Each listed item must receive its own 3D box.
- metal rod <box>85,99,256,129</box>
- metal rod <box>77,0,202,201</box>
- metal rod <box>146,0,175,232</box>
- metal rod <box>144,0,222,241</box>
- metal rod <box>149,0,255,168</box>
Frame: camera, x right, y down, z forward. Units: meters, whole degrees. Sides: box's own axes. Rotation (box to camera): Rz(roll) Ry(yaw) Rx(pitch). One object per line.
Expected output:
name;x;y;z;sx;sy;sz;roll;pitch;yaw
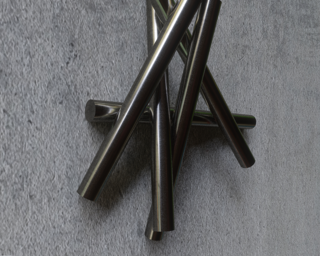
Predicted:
metal rod;0.039;-0.015;0.437;0.302;0.025;0.025;2;89;-40
metal rod;-0.010;-0.059;0.344;0.025;0.025;0.299;29;87;-36
metal rod;-0.001;-0.033;0.373;0.025;0.025;0.299;7;76;-40
metal rod;0.026;-0.005;0.381;0.025;0.025;0.298;7;99;-40
metal rod;0.066;-0.054;0.421;0.025;0.025;0.299;-51;123;-28
